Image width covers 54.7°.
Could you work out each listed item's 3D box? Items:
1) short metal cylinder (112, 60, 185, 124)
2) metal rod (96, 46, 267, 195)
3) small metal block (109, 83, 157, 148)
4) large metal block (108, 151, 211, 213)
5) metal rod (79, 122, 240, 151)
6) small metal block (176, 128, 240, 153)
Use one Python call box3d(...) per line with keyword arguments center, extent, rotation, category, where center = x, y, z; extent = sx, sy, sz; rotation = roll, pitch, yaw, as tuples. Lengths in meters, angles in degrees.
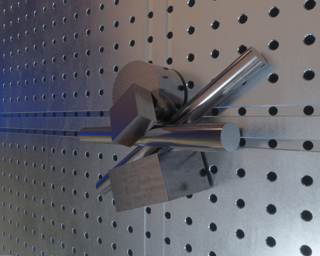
box3d(center=(-0.016, -0.043, 0.401), extent=(0.080, 0.050, 0.080), rotation=(-1, 89, 40), category="short metal cylinder")
box3d(center=(0.007, 0.008, 0.400), extent=(0.299, 0.025, 0.025), rotation=(-41, 65, 32), category="metal rod")
box3d(center=(-0.032, -0.014, 0.355), extent=(0.050, 0.025, 0.050), rotation=(-43, 42, 32), category="small metal block")
box3d(center=(-0.001, 0.061, 0.368), extent=(0.080, 0.081, 0.050), rotation=(-23, 76, 38), category="large metal block")
box3d(center=(-0.030, 0.010, 0.383), extent=(0.299, 0.025, 0.025), rotation=(-1, 89, 53), category="metal rod")
box3d(center=(0.054, 0.012, 0.344), extent=(0.050, 0.050, 0.025), rotation=(0, 90, 41), category="small metal block")
